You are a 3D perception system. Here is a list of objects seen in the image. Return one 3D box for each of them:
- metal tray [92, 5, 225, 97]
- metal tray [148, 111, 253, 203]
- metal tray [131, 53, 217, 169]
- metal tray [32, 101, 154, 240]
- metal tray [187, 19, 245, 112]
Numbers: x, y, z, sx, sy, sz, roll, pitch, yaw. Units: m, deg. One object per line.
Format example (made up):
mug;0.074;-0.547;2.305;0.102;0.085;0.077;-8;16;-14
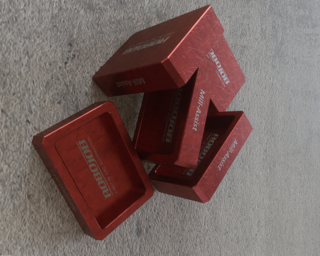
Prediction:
metal tray;-0.007;-0.078;0.334;0.030;0.130;0.090;52;59;-28
metal tray;0.054;0.032;0.411;0.130;0.090;0.030;-51;121;-28
metal tray;0.014;-0.020;0.377;0.030;0.090;0.129;21;77;-39
metal tray;-0.068;0.046;0.347;0.091;0.030;0.129;-36;112;-34
metal tray;0.073;-0.094;0.466;0.090;0.030;0.130;-52;121;-27
